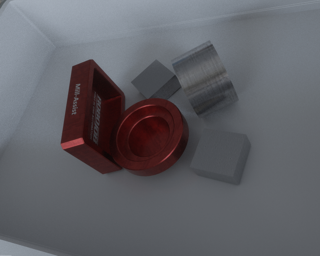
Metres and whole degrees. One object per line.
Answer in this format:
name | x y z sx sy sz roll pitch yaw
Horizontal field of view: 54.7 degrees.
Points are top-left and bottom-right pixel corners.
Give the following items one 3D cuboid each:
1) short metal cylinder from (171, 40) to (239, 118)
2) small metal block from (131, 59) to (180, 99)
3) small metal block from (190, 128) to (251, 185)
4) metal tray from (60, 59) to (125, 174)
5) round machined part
short metal cylinder | 0.054 -0.058 0.375 0.050 0.080 0.080 -26 53 12
small metal block | -0.006 -0.064 0.444 0.050 0.025 0.050 -42 50 -1
small metal block | 0.068 0.031 0.348 0.050 0.025 0.050 9 66 33
metal tray | -0.083 -0.015 0.413 0.030 0.090 0.130 -16 55 20
round machined part | -0.010 0.015 0.386 0.098 0.042 0.098 -13 56 20
